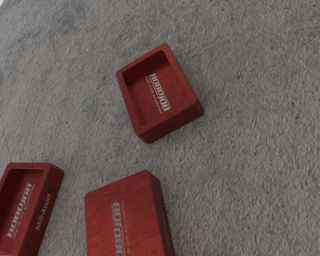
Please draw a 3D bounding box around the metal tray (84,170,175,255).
[{"bbox_3d":[-0.035,0.122,0.344,0.090,0.030,0.130,-23,53,14],"label":"metal tray"}]

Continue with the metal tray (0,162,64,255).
[{"bbox_3d":[-0.196,0.114,0.433,0.090,0.030,0.130,-3,60,26],"label":"metal tray"}]

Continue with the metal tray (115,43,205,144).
[{"bbox_3d":[-0.005,-0.052,0.434,0.090,0.030,0.130,-29,52,9],"label":"metal tray"}]
